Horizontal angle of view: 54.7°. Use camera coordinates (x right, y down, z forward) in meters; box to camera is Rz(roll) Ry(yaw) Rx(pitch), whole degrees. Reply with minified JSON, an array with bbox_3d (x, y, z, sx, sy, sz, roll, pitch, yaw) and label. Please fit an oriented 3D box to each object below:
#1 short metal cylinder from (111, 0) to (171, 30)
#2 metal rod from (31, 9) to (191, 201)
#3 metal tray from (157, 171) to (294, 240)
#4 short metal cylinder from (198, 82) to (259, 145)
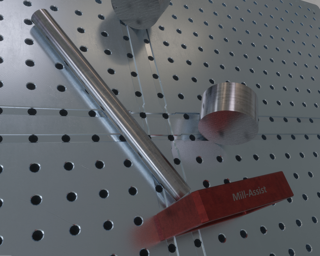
[{"bbox_3d":[-0.029,-0.202,0.481,0.080,0.080,0.050,33,52,-7],"label":"short metal cylinder"},{"bbox_3d":[-0.066,-0.034,0.392,0.025,0.025,0.300,-33,80,-38],"label":"metal rod"},{"bbox_3d":[0.073,0.088,0.352,0.131,0.090,0.030,-5,65,-31],"label":"metal tray"},{"bbox_3d":[0.096,-0.018,0.436,0.080,0.080,0.050,23,54,-15],"label":"short metal cylinder"}]
